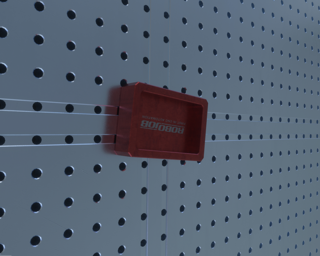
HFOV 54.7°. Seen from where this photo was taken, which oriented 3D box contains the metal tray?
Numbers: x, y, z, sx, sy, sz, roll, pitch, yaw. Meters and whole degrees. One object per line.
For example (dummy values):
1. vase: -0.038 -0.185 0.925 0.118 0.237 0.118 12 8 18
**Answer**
1. metal tray: 0.007 -0.004 0.413 0.131 0.030 0.089 9 85 -40
